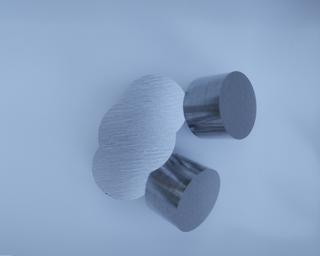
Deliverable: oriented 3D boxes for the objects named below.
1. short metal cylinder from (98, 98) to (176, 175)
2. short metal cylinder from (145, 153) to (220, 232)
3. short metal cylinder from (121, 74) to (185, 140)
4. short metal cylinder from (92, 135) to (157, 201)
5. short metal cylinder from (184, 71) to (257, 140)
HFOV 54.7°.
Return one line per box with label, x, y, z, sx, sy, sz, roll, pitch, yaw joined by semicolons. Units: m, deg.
short metal cylinder;-0.024;0.008;0.346;0.081;0.050;0.079;0;90;-1
short metal cylinder;0.028;0.077;0.376;0.050;0.080;0.080;24;90;40
short metal cylinder;-0.007;-0.025;0.397;0.081;0.050;0.079;0;90;-1
short metal cylinder;-0.042;0.047;0.397;0.081;0.050;0.079;0;90;-1
short metal cylinder;0.075;-0.026;0.378;0.081;0.050;0.079;2;88;-44
